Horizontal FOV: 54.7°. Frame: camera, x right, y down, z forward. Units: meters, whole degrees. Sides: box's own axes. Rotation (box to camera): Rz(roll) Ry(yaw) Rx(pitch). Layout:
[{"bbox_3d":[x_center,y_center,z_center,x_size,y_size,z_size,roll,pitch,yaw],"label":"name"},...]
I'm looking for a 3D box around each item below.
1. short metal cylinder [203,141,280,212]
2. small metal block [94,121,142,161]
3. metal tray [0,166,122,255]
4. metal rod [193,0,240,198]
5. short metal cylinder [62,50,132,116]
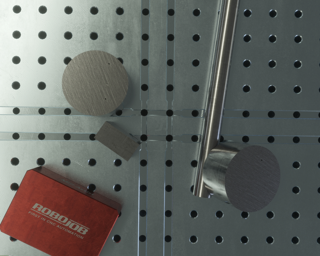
[{"bbox_3d":[0.101,0.059,0.389,0.081,0.050,0.079,-1,94,-22],"label":"short metal cylinder"},{"bbox_3d":[-0.052,0.016,0.400,0.050,0.050,0.025,35,90,0],"label":"small metal block"},{"bbox_3d":[-0.129,0.118,0.410,0.131,0.030,0.090,26,90,0],"label":"metal tray"},{"bbox_3d":[0.078,-0.057,0.413,0.025,0.025,0.298,8,90,0],"label":"metal rod"},{"bbox_3d":[-0.079,-0.055,0.400,0.081,0.050,0.079,0,90,0],"label":"short metal cylinder"}]
